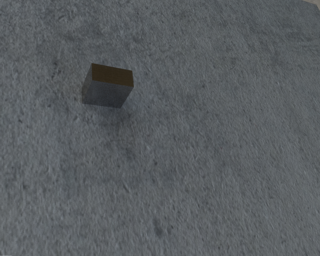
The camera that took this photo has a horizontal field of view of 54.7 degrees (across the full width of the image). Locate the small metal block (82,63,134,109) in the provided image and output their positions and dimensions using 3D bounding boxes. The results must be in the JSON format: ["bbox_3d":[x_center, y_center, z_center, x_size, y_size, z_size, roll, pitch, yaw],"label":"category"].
[{"bbox_3d":[-0.066,-0.051,0.384,0.050,0.050,0.025,6,59,-26],"label":"small metal block"}]
